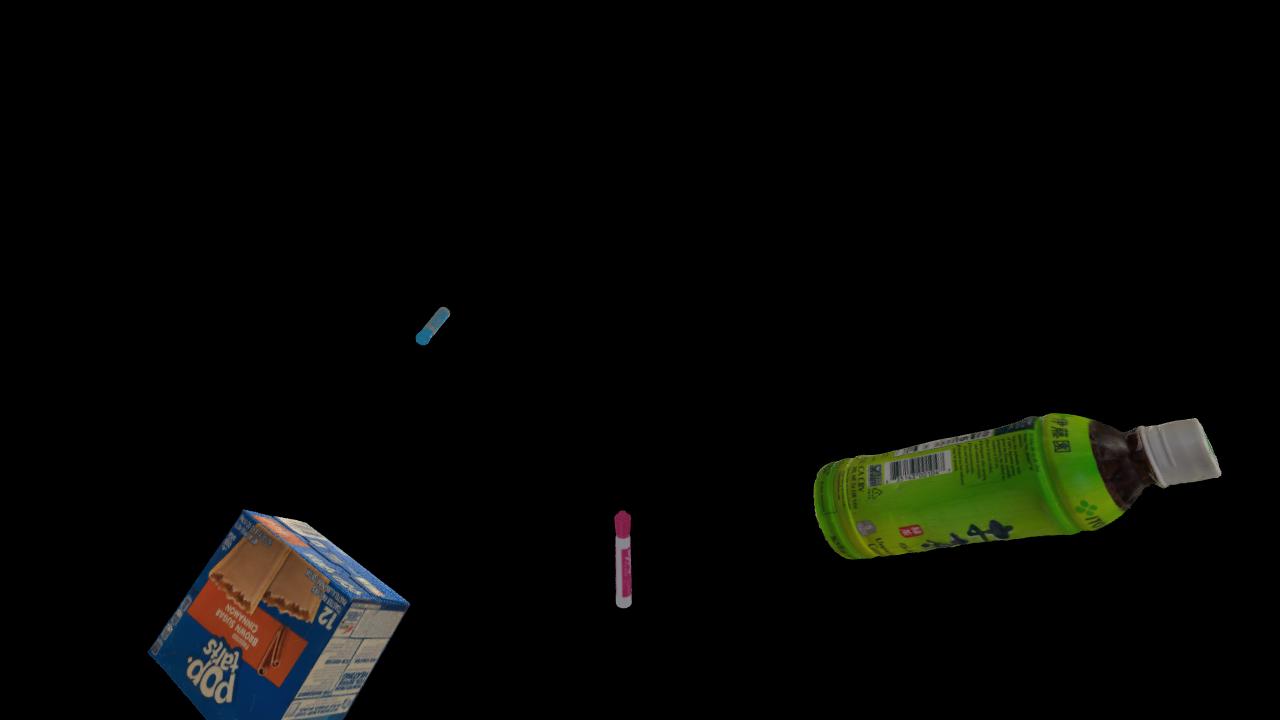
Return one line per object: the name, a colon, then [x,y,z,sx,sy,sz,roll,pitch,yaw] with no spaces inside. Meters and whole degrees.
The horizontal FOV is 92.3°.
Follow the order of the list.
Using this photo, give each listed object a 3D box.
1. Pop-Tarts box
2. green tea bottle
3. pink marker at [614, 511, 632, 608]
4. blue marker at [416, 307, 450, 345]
Pop-Tarts box: [-0.320,0.239,0.549,0.167,0.141,0.083,22,-14,27]
green tea bottle: [0.212,0.076,0.376,0.073,0.073,0.212,0,-19,-44]
pink marker: [-0.019,0.226,0.697,0.020,0.121,0.020,0,18,0]
blue marker: [-0.295,-0.049,0.879,0.020,0.020,0.121,0,23,-2]
